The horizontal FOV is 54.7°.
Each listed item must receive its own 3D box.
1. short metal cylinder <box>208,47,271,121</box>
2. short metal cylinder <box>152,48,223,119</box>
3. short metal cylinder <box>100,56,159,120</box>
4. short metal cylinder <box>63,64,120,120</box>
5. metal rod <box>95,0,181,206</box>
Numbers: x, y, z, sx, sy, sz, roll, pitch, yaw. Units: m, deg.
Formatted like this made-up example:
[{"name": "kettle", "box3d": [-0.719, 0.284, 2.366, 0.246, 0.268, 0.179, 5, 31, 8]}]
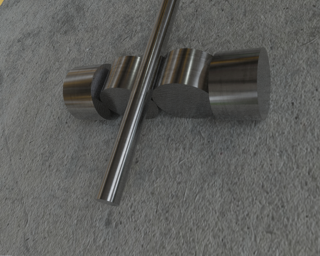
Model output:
[{"name": "short metal cylinder", "box3d": [0.093, -0.048, 0.351, 0.050, 0.080, 0.080, 1, 62, 29]}, {"name": "short metal cylinder", "box3d": [0.035, -0.053, 0.383, 0.080, 0.080, 0.050, 1, 62, 28]}, {"name": "short metal cylinder", "box3d": [-0.035, -0.053, 0.421, 0.080, 0.080, 0.050, 1, 62, 28]}, {"name": "short metal cylinder", "box3d": [-0.093, -0.051, 0.450, 0.050, 0.080, 0.080, 1, 62, 29]}, {"name": "metal rod", "box3d": [-0.017, -0.057, 0.370, 0.025, 0.025, 0.300, 1, 62, 28]}]
